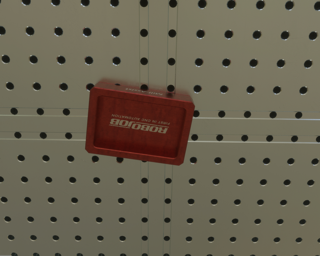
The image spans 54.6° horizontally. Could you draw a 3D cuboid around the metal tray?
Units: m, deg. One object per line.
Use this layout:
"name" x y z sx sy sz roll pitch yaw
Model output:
"metal tray" -0.027 -0.005 0.408 0.131 0.030 0.089 8 110 -3
